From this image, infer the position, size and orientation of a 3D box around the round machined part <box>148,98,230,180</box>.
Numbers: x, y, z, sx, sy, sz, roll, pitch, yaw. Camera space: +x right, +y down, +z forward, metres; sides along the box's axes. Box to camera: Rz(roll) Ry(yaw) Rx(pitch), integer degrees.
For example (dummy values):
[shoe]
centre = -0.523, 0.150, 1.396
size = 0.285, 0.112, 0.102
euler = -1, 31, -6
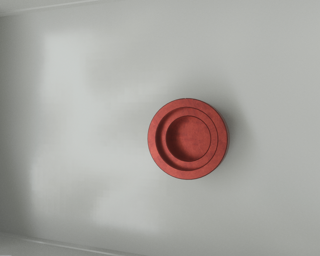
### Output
[round machined part]
centre = 0.038, 0.013, 0.388
size = 0.098, 0.042, 0.097
euler = 0, 90, 19
